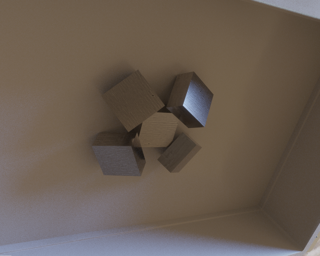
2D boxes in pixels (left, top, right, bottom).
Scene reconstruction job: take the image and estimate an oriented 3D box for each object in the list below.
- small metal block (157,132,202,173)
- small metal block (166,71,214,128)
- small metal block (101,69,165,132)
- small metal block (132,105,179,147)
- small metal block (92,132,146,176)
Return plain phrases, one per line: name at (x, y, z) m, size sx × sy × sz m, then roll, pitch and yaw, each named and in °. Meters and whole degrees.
small metal block at (0.029, 0.035, 0.429) m, size 0.050 × 0.025 × 0.050 m, roll -48°, pitch 163°, yaw 5°
small metal block at (0.039, -0.034, 0.390) m, size 0.050 × 0.025 × 0.050 m, roll 40°, pitch 58°, yaw -39°
small metal block at (-0.030, -0.030, 0.355) m, size 0.050 × 0.025 × 0.050 m, roll -36°, pitch 92°, yaw -3°
small metal block at (-0.007, -0.003, 0.400) m, size 0.050 × 0.025 × 0.050 m, roll 1°, pitch 118°, yaw -29°
small metal block at (-0.050, 0.033, 0.384) m, size 0.050 × 0.025 × 0.050 m, roll -1°, pitch 128°, yaw 16°
